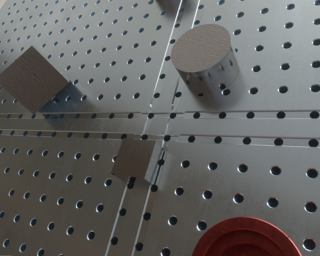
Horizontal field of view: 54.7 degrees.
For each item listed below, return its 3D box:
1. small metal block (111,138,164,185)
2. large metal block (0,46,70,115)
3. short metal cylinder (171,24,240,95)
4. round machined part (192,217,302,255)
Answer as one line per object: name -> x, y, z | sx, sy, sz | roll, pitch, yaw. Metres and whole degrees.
small metal block -> -0.028, 0.042, 0.397 | 0.050, 0.025, 0.050 | 3, 63, 29
large metal block -> -0.213, -0.082, 0.527 | 0.080, 0.080, 0.050 | -43, 21, -2
short metal cylinder -> 0.061, -0.092, 0.416 | 0.080, 0.050, 0.080 | -13, 56, 21
round machined part -> 0.079, 0.133, 0.274 | 0.098, 0.042, 0.098 | -13, 56, 21
